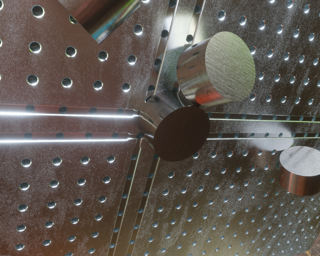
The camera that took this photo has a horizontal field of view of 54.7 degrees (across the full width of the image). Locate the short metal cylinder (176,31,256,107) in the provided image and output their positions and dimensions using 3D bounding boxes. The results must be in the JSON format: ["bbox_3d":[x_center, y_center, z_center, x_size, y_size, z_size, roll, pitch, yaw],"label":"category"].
[{"bbox_3d":[0.067,-0.067,0.368,0.081,0.050,0.080,5,82,-34],"label":"short metal cylinder"}]

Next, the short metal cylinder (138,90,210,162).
[{"bbox_3d":[0.018,-0.003,0.405,0.081,0.050,0.079,-14,125,-21],"label":"short metal cylinder"}]

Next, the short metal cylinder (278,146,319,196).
[{"bbox_3d":[0.262,0.078,0.570,0.081,0.080,0.050,-22,127,-16],"label":"short metal cylinder"}]

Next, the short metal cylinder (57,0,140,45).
[{"bbox_3d":[-0.063,-0.120,0.268,0.050,0.080,0.080,-43,130,1],"label":"short metal cylinder"}]
